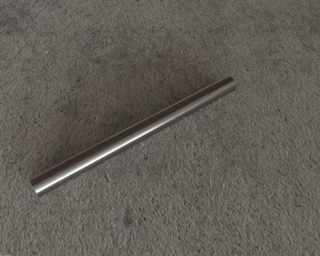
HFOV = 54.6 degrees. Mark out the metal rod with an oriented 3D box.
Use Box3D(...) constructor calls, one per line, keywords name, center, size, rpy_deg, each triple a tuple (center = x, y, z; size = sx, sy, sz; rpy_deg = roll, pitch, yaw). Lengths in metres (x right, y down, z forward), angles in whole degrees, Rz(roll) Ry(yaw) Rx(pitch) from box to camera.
Box3D(name="metal rod", center=(-0.018, 0.001, 0.405), size=(0.302, 0.025, 0.025), rpy_deg=(-29, 56, -22))
